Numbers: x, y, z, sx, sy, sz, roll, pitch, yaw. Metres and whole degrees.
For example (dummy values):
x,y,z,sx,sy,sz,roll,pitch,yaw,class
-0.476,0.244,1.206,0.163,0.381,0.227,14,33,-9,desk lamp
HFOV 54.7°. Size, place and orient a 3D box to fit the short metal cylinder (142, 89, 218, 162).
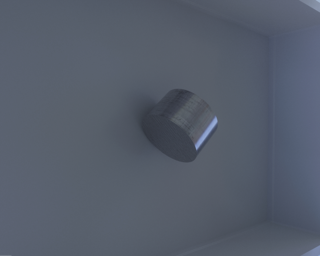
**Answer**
x,y,z,sx,sy,sz,roll,pitch,yaw,class
0.025,-0.002,0.390,0.050,0.080,0.080,-49,120,-29,short metal cylinder
